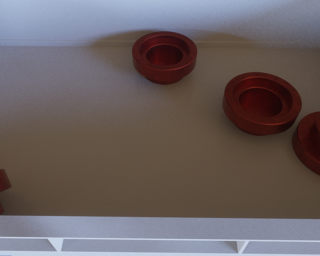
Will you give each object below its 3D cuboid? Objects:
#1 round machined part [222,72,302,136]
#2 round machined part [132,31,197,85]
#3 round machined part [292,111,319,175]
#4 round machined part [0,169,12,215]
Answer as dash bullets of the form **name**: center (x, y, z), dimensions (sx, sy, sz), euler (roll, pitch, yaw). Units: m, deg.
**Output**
- **round machined part**: center (0.134, -0.028, 0.418), dimensions (0.099, 0.042, 0.098), euler (0, 50, 0)
- **round machined part**: center (0.007, -0.105, 0.482), dimensions (0.099, 0.042, 0.098), euler (0, 50, 0)
- **round machined part**: center (0.221, 0.014, 0.384), dimensions (0.099, 0.042, 0.098), euler (0, 50, 0)
- **round machined part**: center (-0.195, 0.079, 0.302), dimensions (0.099, 0.098, 0.042), euler (-23, 90, -18)
